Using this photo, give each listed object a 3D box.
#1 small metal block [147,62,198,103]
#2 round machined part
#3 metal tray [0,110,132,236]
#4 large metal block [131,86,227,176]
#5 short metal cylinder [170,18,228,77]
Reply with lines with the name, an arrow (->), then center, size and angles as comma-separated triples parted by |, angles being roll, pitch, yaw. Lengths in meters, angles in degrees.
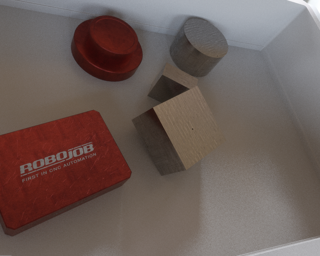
small metal block -> 0.017, -0.057, 0.435 | 0.050, 0.050, 0.025 | 26, 52, -13
round machined part -> -0.069, -0.116, 0.430 | 0.099, 0.042, 0.098 | 14, 56, -21
metal tray -> -0.107, 0.040, 0.322 | 0.131, 0.030, 0.090 | -20, 73, -36
large metal block -> 0.025, 0.003, 0.391 | 0.081, 0.050, 0.080 | -29, 93, -38
short metal cylinder -> 0.063, -0.130, 0.505 | 0.081, 0.050, 0.080 | 14, 56, -21
